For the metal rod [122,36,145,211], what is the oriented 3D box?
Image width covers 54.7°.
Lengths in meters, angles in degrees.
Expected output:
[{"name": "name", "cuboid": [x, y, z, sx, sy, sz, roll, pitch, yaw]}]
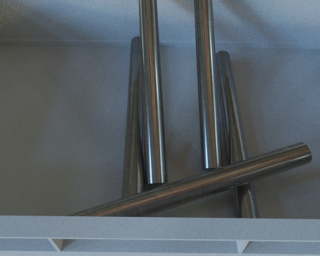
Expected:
[{"name": "metal rod", "cuboid": [-0.033, -0.030, 0.429, 0.025, 0.025, 0.300, -1, 50, -1]}]

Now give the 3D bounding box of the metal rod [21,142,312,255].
[{"name": "metal rod", "cuboid": [0.017, 0.068, 0.319, 0.302, 0.025, 0.025, -16, 52, -10]}]

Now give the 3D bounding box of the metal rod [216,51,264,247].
[{"name": "metal rod", "cuboid": [0.096, 0.000, 0.405, 0.025, 0.025, 0.300, 1, 50, 1]}]

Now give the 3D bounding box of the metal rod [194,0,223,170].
[{"name": "metal rod", "cuboid": [0.060, -0.096, 0.405, 0.025, 0.025, 0.299, -1, 75, -1]}]

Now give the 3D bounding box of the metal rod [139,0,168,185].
[{"name": "metal rod", "cuboid": [-0.011, -0.079, 0.396, 0.025, 0.025, 0.299, -3, 73, -2]}]
